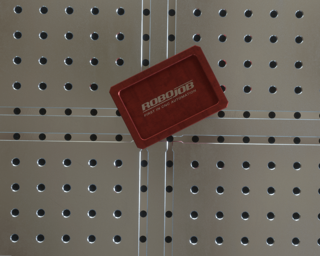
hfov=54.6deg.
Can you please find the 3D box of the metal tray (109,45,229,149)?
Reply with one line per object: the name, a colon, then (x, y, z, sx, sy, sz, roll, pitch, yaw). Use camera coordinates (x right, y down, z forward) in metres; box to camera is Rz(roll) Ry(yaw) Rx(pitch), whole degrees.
metal tray: (0.011, -0.039, 0.410, 0.130, 0.030, 0.090, -27, 90, 0)
